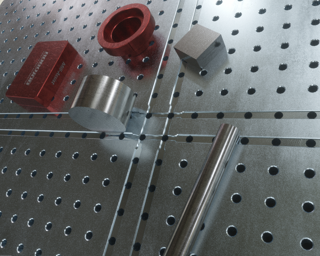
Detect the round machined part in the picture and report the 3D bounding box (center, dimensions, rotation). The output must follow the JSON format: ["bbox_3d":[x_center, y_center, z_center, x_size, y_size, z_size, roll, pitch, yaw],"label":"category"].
[{"bbox_3d":[-0.052,-0.158,0.519,0.098,0.042,0.098,-13,56,20],"label":"round machined part"}]

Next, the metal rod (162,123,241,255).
[{"bbox_3d":[0.018,0.129,0.318,0.025,0.025,0.300,15,69,34],"label":"metal rod"}]

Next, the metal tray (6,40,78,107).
[{"bbox_3d":[-0.222,-0.104,0.582,0.090,0.030,0.130,7,65,31],"label":"metal tray"}]

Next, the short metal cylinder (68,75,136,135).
[{"bbox_3d":[-0.079,-0.030,0.431,0.080,0.080,0.050,1,63,28],"label":"short metal cylinder"}]

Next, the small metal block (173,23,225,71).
[{"bbox_3d":[0.057,-0.119,0.450,0.050,0.025,0.050,-46,52,-4],"label":"small metal block"}]
